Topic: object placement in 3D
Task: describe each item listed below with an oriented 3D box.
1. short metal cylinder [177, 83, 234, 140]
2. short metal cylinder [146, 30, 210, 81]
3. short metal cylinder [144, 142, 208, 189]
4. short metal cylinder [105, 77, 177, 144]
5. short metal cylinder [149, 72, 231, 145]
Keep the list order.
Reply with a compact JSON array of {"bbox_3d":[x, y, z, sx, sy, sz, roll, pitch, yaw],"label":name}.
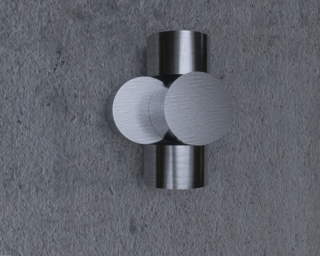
[{"bbox_3d":[0.050,-0.022,0.417,0.081,0.050,0.079,0,90,-21],"label":"short metal cylinder"},{"bbox_3d":[0.023,-0.086,0.391,0.081,0.080,0.050,0,90,-20],"label":"short metal cylinder"},{"bbox_3d":[0.020,0.044,0.390,0.081,0.080,0.050,0,90,-20],"label":"short metal cylinder"},{"bbox_3d":[-0.025,-0.021,0.388,0.081,0.050,0.079,0,90,-21],"label":"short metal cylinder"},{"bbox_3d":[0.033,-0.021,0.356,0.081,0.050,0.079,0,90,-21],"label":"short metal cylinder"}]
